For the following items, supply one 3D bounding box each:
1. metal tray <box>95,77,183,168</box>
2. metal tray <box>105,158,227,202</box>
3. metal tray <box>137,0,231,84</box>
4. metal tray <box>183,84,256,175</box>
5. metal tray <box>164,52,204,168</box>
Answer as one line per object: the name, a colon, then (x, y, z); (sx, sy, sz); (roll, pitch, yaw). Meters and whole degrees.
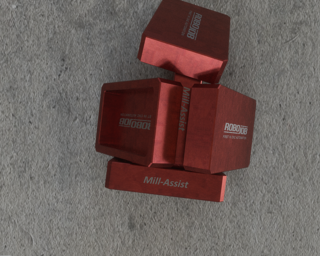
metal tray: (-0.030, -0.008, 0.362); (0.030, 0.130, 0.089); (6, 90, -37)
metal tray: (0.006, 0.058, 0.378); (0.131, 0.090, 0.030); (7, 90, -1)
metal tray: (0.034, -0.109, 0.365); (0.090, 0.130, 0.030); (18, 131, -1)
metal tray: (0.075, 0.003, 0.362); (0.030, 0.131, 0.089); (6, 91, 33)
metal tray: (0.026, -0.021, 0.378); (0.030, 0.090, 0.129); (7, 90, 0)
